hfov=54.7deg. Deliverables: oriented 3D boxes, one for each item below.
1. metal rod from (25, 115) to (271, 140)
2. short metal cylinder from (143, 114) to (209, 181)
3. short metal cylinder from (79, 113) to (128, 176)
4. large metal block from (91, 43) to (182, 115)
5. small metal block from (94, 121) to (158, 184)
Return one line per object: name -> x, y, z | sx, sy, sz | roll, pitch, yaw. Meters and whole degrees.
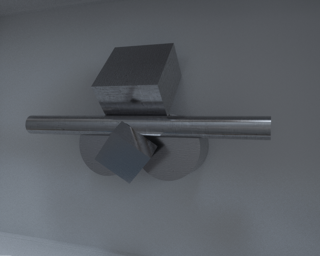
metal rod -> -0.029, -0.002, 0.365 | 0.301, 0.025, 0.025 | 1, 90, 19
short metal cylinder -> 0.016, 0.023, 0.389 | 0.080, 0.050, 0.079 | 0, 90, 19
short metal cylinder -> -0.059, 0.021, 0.416 | 0.080, 0.050, 0.079 | 0, 90, 19
large metal block -> -0.025, -0.058, 0.382 | 0.080, 0.050, 0.080 | 1, 47, 19
small metal block -> -0.039, 0.029, 0.357 | 0.050, 0.025, 0.050 | 36, 124, -3
